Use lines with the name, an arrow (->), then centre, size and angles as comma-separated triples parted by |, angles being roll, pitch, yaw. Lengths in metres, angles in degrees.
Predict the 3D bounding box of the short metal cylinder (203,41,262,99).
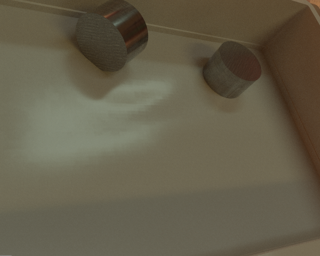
short metal cylinder -> 0.118, -0.096, 0.511 | 0.081, 0.050, 0.080 | 14, 56, -21

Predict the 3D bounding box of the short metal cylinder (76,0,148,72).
short metal cylinder -> -0.063, -0.122, 0.411 | 0.080, 0.080, 0.050 | 40, 51, -1
